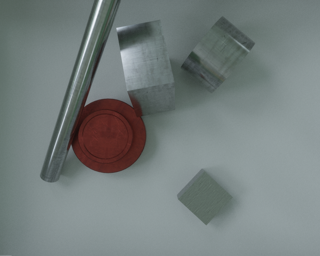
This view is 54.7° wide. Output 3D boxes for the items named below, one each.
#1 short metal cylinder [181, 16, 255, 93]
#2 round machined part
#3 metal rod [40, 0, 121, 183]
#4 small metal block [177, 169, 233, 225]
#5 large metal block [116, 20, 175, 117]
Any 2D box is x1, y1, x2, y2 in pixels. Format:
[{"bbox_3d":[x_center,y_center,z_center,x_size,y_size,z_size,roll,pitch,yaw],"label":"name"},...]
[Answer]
[{"bbox_3d":[0.071,-0.090,0.385,0.050,0.080,0.080,40,90,-1],"label":"short metal cylinder"},{"bbox_3d":[-0.067,0.010,0.402,0.099,0.042,0.097,0,90,-1],"label":"round machined part"},{"bbox_3d":[-0.088,-0.059,0.351,0.025,0.025,0.298,25,114,-1],"label":"metal rod"},{"bbox_3d":[0.059,0.091,0.412,0.050,0.025,0.050,43,90,-1],"label":"small metal block"},{"bbox_3d":[-0.015,-0.068,0.373,0.050,0.080,0.080,-11,72,0],"label":"large metal block"}]
